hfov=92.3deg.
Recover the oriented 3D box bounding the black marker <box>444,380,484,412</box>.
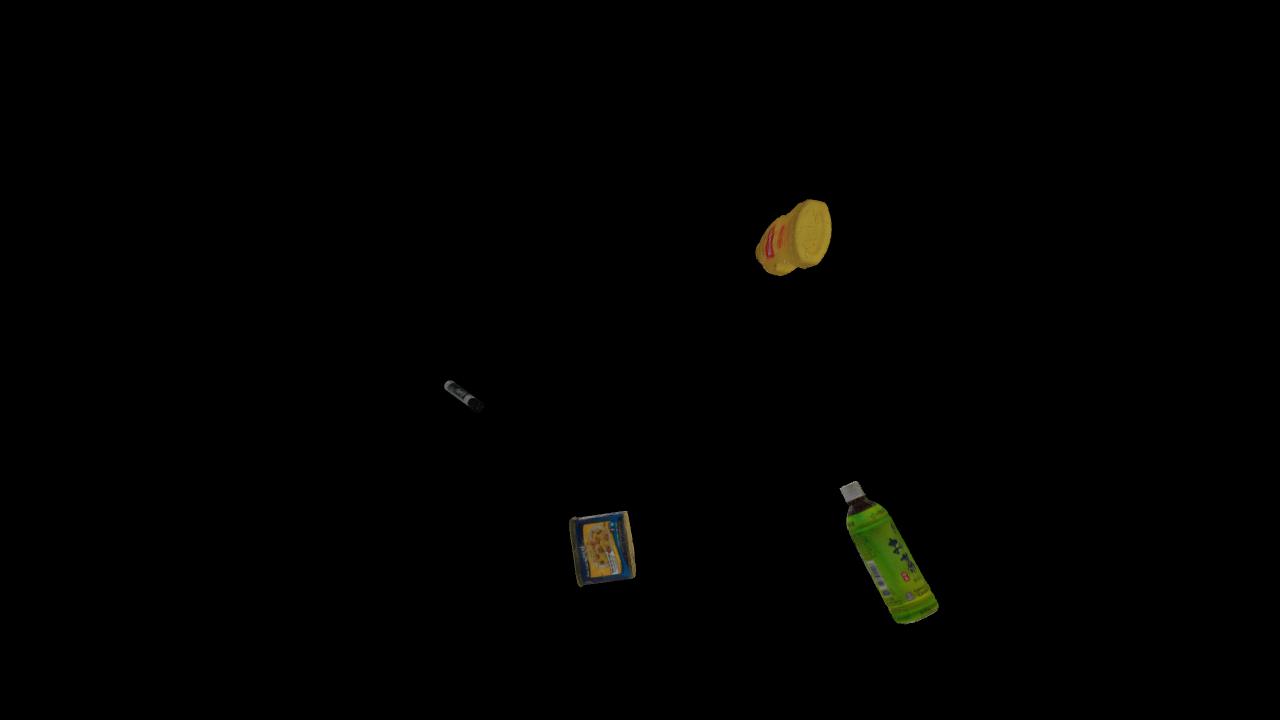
[{"bbox_3d":[-0.281,0.058,0.980,0.020,0.020,0.121,0,15,-40],"label":"black marker"}]

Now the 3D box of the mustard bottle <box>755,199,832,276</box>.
[{"bbox_3d":[0.217,-0.171,0.913,0.054,0.092,0.184,2,-1,-11],"label":"mustard bottle"}]

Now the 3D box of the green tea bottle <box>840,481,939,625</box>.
[{"bbox_3d":[0.371,0.289,0.943,0.073,0.212,0.073,-24,-15,-7],"label":"green tea bottle"}]

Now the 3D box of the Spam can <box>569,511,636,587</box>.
[{"bbox_3d":[-0.055,0.283,0.929,0.085,0.101,0.058,-10,-6,4],"label":"Spam can"}]
